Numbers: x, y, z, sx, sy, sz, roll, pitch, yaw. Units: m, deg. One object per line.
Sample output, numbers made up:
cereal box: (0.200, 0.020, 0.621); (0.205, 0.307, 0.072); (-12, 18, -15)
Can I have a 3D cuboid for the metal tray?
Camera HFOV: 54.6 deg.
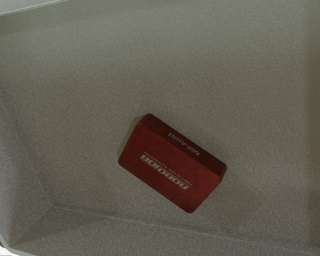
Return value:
metal tray: (0.014, 0.051, 0.430); (0.130, 0.030, 0.089); (34, 129, 5)
